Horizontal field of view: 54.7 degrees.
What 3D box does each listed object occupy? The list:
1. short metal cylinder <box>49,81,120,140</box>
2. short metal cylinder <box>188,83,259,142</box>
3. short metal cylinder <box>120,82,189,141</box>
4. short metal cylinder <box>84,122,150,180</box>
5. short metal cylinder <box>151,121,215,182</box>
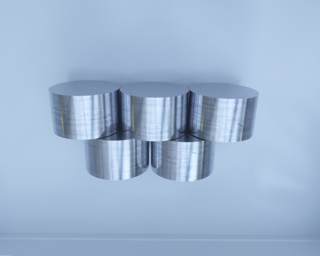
[{"bbox_3d":[-0.088,-0.024,0.370,0.081,0.080,0.050,1,110,-1],"label":"short metal cylinder"},{"bbox_3d":[0.074,-0.021,0.373,0.081,0.080,0.050,2,110,-1],"label":"short metal cylinder"},{"bbox_3d":[-0.007,-0.022,0.372,0.081,0.080,0.050,1,110,-1],"label":"short metal cylinder"},{"bbox_3d":[-0.053,0.023,0.388,0.081,0.080,0.050,1,110,-1],"label":"short metal cylinder"},{"bbox_3d":[0.029,0.025,0.390,0.081,0.080,0.050,1,110,-1],"label":"short metal cylinder"}]
